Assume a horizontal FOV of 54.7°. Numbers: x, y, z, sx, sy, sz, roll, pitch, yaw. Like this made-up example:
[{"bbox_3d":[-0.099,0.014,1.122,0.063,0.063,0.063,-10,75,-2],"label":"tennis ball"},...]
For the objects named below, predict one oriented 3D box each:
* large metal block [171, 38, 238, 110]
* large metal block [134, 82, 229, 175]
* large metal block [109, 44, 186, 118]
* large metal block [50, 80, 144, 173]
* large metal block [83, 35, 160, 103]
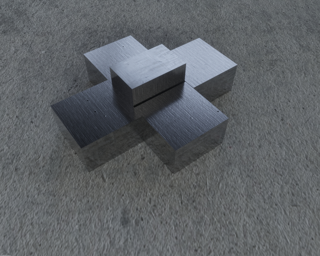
[{"bbox_3d":[0.051,-0.079,0.454,0.081,0.050,0.080,-30,56,-23],"label":"large metal block"},{"bbox_3d":[0.025,-0.002,0.390,0.081,0.050,0.080,-30,56,-23],"label":"large metal block"},{"bbox_3d":[-0.015,-0.053,0.413,0.081,0.080,0.050,-30,56,-23],"label":"large metal block"},{"bbox_3d":[-0.077,-0.005,0.390,0.081,0.050,0.080,-30,56,-23],"label":"large metal block"},{"bbox_3d":[-0.053,-0.083,0.457,0.081,0.050,0.080,-30,56,-23],"label":"large metal block"}]
